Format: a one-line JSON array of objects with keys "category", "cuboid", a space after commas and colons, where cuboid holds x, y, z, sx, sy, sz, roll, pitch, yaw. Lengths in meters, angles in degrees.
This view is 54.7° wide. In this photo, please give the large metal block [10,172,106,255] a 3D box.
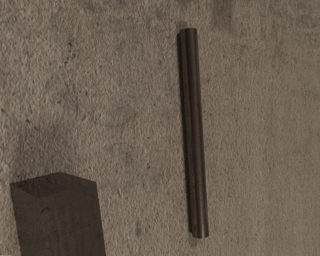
[{"category": "large metal block", "cuboid": [-0.096, 0.090, 0.289, 0.050, 0.080, 0.079, -11, 97, -40]}]

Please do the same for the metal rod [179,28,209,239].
[{"category": "metal rod", "cuboid": [0.050, 0.010, 0.448, 0.025, 0.025, 0.298, -7, 94, -40]}]
